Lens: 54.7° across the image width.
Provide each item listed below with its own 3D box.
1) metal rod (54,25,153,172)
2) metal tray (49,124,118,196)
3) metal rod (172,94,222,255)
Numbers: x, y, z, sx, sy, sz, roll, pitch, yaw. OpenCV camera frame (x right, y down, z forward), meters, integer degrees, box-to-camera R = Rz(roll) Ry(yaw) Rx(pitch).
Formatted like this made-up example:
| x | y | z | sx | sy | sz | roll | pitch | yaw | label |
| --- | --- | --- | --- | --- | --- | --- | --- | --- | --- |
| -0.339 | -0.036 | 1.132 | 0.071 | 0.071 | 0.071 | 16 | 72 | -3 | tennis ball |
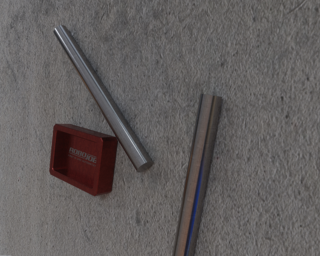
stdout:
| x | y | z | sx | sy | sz | roll | pitch | yaw | label |
| --- | --- | --- | --- | --- | --- | --- | --- | --- | --- |
| -0.098 | -0.059 | 0.482 | 0.025 | 0.025 | 0.299 | -49 | 61 | 28 | metal rod |
| -0.128 | 0.047 | 0.504 | 0.130 | 0.030 | 0.089 | 13 | 98 | 39 | metal tray |
| 0.035 | 0.108 | 0.373 | 0.025 | 0.025 | 0.298 | 15 | 99 | 38 | metal rod |
